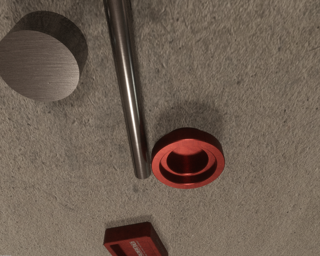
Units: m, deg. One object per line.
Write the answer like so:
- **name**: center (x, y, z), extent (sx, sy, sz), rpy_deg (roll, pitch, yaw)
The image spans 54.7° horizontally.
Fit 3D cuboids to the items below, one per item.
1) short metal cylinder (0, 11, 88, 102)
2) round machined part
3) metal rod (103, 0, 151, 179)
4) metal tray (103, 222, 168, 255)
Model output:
- **short metal cylinder**: center (-0.121, -0.075, 0.325), extent (0.081, 0.050, 0.079), rpy_deg (0, 130, 0)
- **round machined part**: center (0.037, 0.037, 0.429), extent (0.099, 0.042, 0.097), rpy_deg (-1, 130, 0)
- **metal rod**: center (-0.036, -0.046, 0.367), extent (0.025, 0.025, 0.298), rpy_deg (-3, 130, 2)
- **metal tray**: center (-0.043, 0.237, 0.605), extent (0.090, 0.030, 0.129), rpy_deg (-13, 129, 10)
